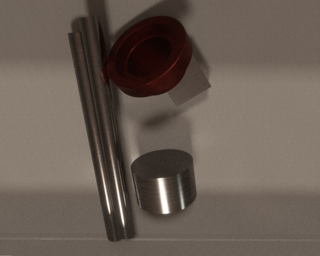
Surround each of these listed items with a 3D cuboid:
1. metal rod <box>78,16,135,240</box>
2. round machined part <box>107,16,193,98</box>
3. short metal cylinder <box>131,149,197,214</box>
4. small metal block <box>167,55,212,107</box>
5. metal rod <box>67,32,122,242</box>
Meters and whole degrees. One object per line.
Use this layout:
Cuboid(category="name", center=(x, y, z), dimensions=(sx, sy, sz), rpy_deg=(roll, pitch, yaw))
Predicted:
Cuboid(category="metal rod", center=(-0.063, 0.015, 0.398), dimensions=(0.025, 0.025, 0.298), rpy_deg=(-6, 110, 2))
Cuboid(category="round machined part", center=(-0.008, -0.076, 0.354), dimensions=(0.098, 0.098, 0.042), rpy_deg=(-31, 143, 10))
Cuboid(category="short metal cylinder", center=(0.006, 0.067, 0.407), dimensions=(0.080, 0.080, 0.050), rpy_deg=(-7, 110, 2))
Cuboid(category="small metal block", center=(0.029, -0.063, 0.389), dimensions=(0.050, 0.025, 0.050), rpy_deg=(-30, 108, 10))
Cuboid(category="metal rod", center=(-0.082, 0.025, 0.419), dimensions=(0.025, 0.025, 0.298), rpy_deg=(-6, 110, 1))
